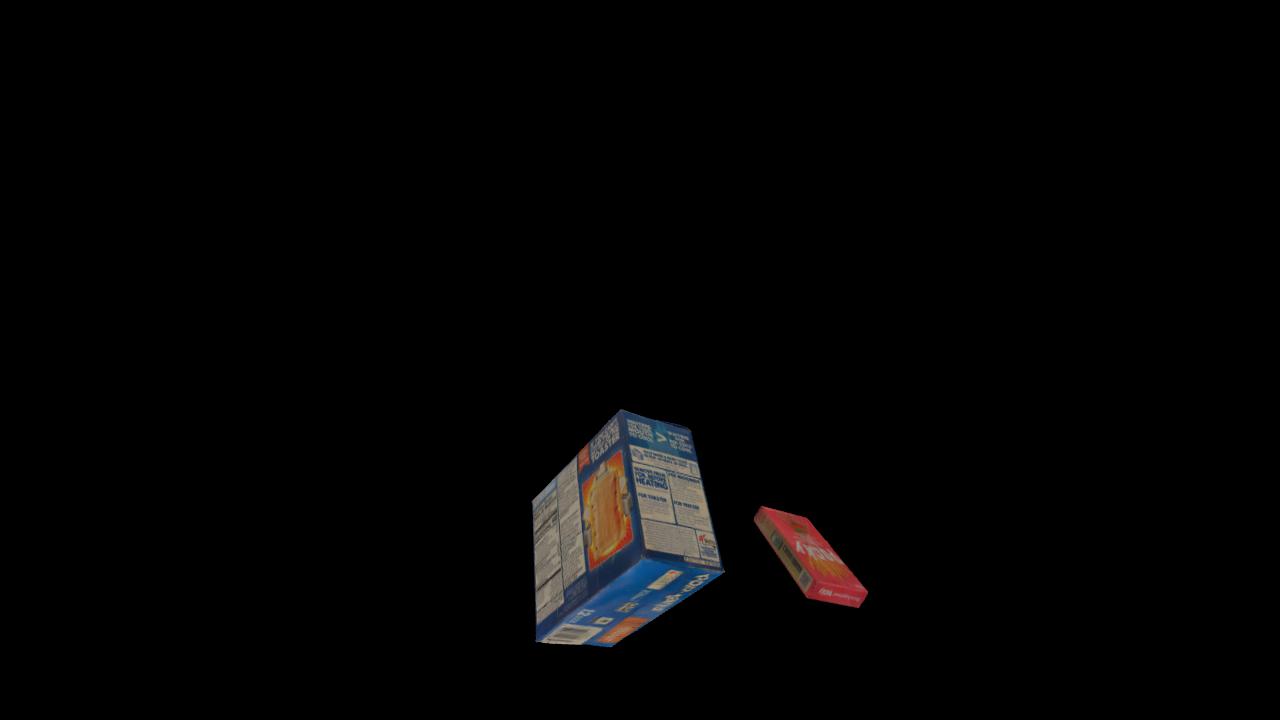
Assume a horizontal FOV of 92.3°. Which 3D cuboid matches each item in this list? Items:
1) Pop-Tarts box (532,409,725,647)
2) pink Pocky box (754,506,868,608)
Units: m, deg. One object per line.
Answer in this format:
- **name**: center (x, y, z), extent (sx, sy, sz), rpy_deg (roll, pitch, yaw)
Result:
- **Pop-Tarts box**: center (-0.021, 0.153, 0.548), extent (0.083, 0.141, 0.167), rpy_deg (21, -51, -31)
- **pink Pocky box**: center (0.217, 0.252, 0.799), extent (0.084, 0.029, 0.155), rpy_deg (19, 16, -22)
